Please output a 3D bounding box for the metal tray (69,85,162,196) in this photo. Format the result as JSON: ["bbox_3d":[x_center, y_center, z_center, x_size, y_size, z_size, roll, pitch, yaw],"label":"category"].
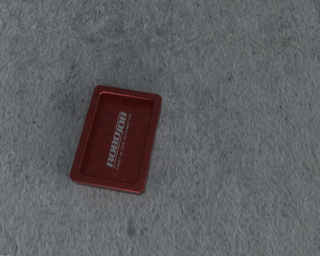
[{"bbox_3d":[-0.053,0.014,0.400,0.090,0.030,0.130,10,70,3],"label":"metal tray"}]
